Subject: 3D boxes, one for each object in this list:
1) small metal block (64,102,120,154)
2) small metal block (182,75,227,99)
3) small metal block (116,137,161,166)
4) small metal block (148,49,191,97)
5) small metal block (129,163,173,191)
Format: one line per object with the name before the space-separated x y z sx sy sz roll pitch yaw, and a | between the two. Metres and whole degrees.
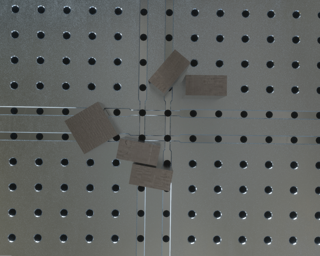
small metal block | -0.089 0.000 0.412 0.050 0.025 0.050 -31 90 -1
small metal block | 0.056 -0.052 0.402 0.050 0.050 0.025 1 90 -1
small metal block | -0.026 0.029 0.401 0.050 0.050 0.025 11 90 -1
small metal block | 0.011 -0.069 0.401 0.025 0.050 0.050 41 90 -1
small metal block | -0.011 0.060 0.401 0.050 0.050 0.025 10 90 -1
